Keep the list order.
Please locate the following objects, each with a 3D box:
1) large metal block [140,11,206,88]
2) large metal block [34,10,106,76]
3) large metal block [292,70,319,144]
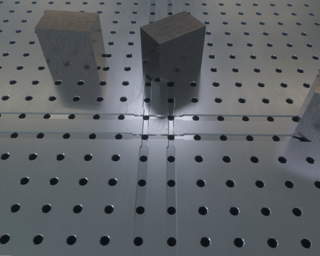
[{"bbox_3d":[0.019,-0.120,0.473,0.080,0.080,0.050,-28,55,-21],"label":"large metal block"},{"bbox_3d":[-0.135,-0.131,0.482,0.080,0.080,0.050,5,50,4],"label":"large metal block"},{"bbox_3d":[0.225,-0.019,0.390,0.080,0.080,0.050,20,53,16],"label":"large metal block"}]
